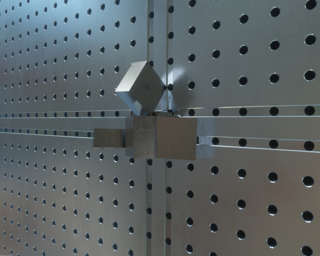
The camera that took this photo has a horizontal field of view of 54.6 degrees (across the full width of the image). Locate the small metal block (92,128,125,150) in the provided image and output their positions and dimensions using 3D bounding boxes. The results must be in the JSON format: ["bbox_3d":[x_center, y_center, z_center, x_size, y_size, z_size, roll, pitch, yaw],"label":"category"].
[{"bbox_3d":[-0.069,0.017,0.438,0.050,0.050,0.025,154,116,-73],"label":"small metal block"}]

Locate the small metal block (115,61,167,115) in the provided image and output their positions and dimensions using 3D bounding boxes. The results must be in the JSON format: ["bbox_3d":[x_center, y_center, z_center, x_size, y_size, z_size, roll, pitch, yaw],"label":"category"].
[{"bbox_3d":[-0.023,-0.050,0.400,0.025,0.050,0.050,4,57,41],"label":"small metal block"}]

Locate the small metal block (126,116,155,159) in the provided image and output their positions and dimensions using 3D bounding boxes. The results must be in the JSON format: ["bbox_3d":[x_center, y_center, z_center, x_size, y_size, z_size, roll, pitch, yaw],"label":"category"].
[{"bbox_3d":[-0.026,0.011,0.384,0.050,0.025,0.050,179,91,-73],"label":"small metal block"}]

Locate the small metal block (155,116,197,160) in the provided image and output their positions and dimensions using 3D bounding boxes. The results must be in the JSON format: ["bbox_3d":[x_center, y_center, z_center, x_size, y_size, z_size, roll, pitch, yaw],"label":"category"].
[{"bbox_3d":[0.020,0.012,0.380,0.050,0.025,0.050,2,92,9],"label":"small metal block"}]

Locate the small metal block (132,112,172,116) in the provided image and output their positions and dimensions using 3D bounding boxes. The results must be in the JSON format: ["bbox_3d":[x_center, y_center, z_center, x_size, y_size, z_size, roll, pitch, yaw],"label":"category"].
[{"bbox_3d":[-0.012,0.003,0.421,0.050,0.025,0.050,3,92,40],"label":"small metal block"}]
